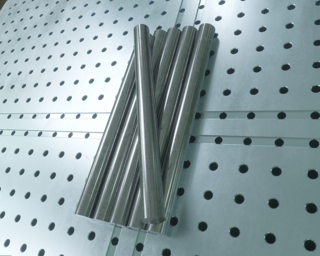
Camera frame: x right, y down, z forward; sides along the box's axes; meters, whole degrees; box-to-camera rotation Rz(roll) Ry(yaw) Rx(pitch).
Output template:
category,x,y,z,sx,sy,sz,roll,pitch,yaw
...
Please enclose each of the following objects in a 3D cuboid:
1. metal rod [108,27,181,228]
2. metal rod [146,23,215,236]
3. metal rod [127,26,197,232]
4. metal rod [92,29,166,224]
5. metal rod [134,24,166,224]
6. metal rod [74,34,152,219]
category,x,y,z,sx,sy,sz,roll,pitch,yaw
metal rod,-0.013,-0.017,0.425,0.025,0.025,0.300,1,62,29
metal rod,0.033,-0.016,0.402,0.025,0.025,0.300,1,62,29
metal rod,0.010,-0.016,0.415,0.025,0.025,0.300,1,62,29
metal rod,-0.034,-0.018,0.437,0.025,0.025,0.300,1,62,29
metal rod,-0.018,-0.029,0.404,0.025,0.025,0.300,-18,55,18
metal rod,-0.060,-0.020,0.451,0.025,0.025,0.300,1,62,29
